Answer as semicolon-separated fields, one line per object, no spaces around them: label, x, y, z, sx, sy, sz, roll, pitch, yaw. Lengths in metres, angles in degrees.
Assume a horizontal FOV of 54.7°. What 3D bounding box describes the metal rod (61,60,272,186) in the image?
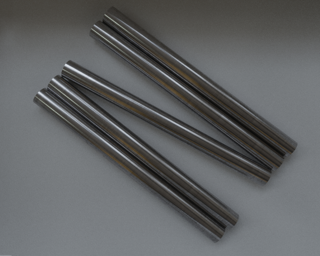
metal rod;0.009;-0.006;0.410;0.301;0.025;0.025;29;90;0

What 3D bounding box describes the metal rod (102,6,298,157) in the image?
metal rod;0.053;-0.061;0.410;0.301;0.025;0.025;36;90;0

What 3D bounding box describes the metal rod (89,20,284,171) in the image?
metal rod;0.036;-0.042;0.410;0.301;0.025;0.025;36;90;0

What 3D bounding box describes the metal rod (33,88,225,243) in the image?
metal rod;-0.040;0.049;0.410;0.300;0.025;0.025;38;90;0

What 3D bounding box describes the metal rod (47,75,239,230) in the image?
metal rod;-0.022;0.032;0.410;0.300;0.025;0.025;38;90;0
